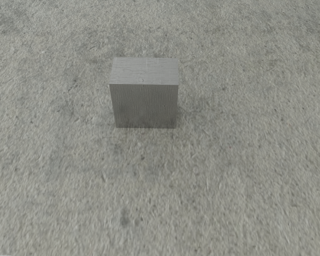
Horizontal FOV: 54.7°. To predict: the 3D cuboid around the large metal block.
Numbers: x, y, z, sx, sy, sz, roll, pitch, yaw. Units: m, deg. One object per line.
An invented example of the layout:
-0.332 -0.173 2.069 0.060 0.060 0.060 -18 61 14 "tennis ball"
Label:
-0.018 -0.044 0.404 0.081 0.080 0.050 1 50 0 "large metal block"
